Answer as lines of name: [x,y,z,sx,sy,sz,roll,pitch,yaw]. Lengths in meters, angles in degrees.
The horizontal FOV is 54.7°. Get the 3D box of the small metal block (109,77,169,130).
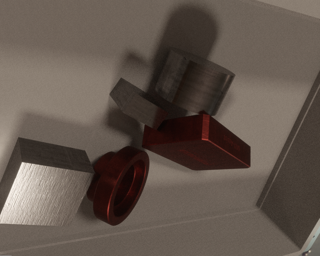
small metal block: [-0.025,-0.029,0.362,0.050,0.050,0.025,29,103,-38]

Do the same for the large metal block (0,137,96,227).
large metal block: [-0.134,0.065,0.360,0.081,0.050,0.080,16,110,-35]

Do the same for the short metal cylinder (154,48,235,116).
short metal cylinder: [0.040,-0.055,0.363,0.081,0.080,0.050,9,114,-33]

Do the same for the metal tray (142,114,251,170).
metal tray: [0.051,0.024,0.400,0.130,0.090,0.030,30,60,-48]

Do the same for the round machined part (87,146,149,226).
round machined part: [-0.055,0.068,0.390,0.098,0.042,0.097,-54,155,-40]
